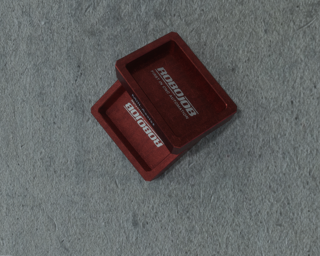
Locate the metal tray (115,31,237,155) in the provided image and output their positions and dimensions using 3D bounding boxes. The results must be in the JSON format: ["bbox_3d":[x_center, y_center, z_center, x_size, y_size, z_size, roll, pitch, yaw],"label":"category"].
[{"bbox_3d":[0.017,-0.045,0.375,0.090,0.030,0.130,-32,75,-14],"label":"metal tray"}]

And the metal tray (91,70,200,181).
[{"bbox_3d":[-0.020,-0.006,0.413,0.090,0.030,0.130,-44,77,14],"label":"metal tray"}]
